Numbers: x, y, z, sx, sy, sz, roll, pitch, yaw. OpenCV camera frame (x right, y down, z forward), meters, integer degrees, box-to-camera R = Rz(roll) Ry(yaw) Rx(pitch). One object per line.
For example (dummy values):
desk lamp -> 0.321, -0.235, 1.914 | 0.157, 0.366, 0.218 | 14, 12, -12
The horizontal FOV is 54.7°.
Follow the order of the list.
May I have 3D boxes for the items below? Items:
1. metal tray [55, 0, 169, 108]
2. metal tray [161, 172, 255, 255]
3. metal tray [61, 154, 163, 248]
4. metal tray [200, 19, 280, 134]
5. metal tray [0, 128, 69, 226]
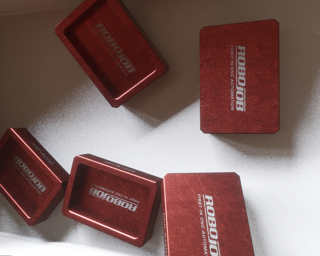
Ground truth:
metal tray -> -0.062, -0.103, 0.406 | 0.090, 0.030, 0.130 | -34, 98, 17
metal tray -> 0.051, 0.115, 0.341 | 0.091, 0.030, 0.130 | 0, 61, -7
metal tray -> -0.066, 0.096, 0.429 | 0.130, 0.030, 0.089 | 16, 95, 18
metal tray -> 0.096, -0.058, 0.374 | 0.090, 0.030, 0.129 | 0, 90, 19
metal tray -> -0.205, 0.073, 0.478 | 0.130, 0.030, 0.090 | 42, 103, 14
